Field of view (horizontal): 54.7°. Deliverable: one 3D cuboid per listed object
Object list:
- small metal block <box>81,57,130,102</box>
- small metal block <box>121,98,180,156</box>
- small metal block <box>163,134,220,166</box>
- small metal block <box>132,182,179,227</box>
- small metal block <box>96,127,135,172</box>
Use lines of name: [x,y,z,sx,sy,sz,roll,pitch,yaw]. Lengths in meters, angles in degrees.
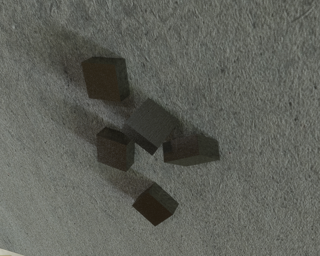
small metal block: [-0.070,-0.064,0.404,0.050,0.025,0.050,9,122,23]
small metal block: [-0.012,-0.002,0.392,0.050,0.050,0.025,38,147,3]
small metal block: [0.039,0.029,0.385,0.050,0.050,0.025,-17,69,34]
small metal block: [-0.007,0.120,0.485,0.050,0.025,0.050,43,129,-2]
small metal block: [-0.066,0.032,0.461,0.050,0.025,0.050,17,125,18]
